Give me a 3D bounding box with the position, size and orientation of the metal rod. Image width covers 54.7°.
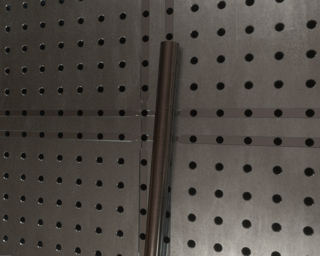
[{"bbox_3d":[0.002,0.037,0.411,0.025,0.025,0.298,5,92,19],"label":"metal rod"}]
